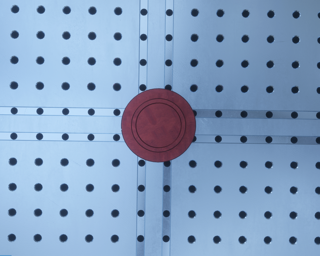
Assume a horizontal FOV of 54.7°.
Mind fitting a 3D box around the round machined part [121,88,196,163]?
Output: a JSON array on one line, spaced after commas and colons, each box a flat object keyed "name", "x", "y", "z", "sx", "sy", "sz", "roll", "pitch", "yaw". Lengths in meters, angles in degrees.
[{"name": "round machined part", "x": -0.002, "y": -0.003, "z": 0.404, "sx": 0.099, "sy": 0.042, "sz": 0.097, "roll": 0, "pitch": 90, "yaw": -1}]
